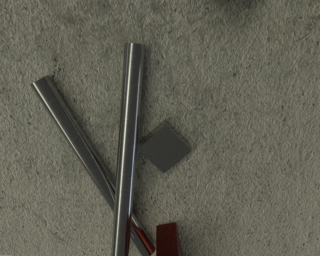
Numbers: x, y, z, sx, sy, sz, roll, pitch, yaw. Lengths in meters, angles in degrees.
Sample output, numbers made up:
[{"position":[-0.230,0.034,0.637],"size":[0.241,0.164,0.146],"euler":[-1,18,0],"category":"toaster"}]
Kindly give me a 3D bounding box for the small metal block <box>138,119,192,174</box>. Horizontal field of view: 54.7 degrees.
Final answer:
[{"position":[0.006,0.025,0.419],"size":[0.050,0.025,0.050],"euler":[-42,105,13],"category":"small metal block"}]

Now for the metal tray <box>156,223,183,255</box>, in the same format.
[{"position":[0.022,0.220,0.456],"size":[0.030,0.090,0.129],"euler":[-11,110,4],"category":"metal tray"}]

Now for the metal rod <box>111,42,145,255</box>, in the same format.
[{"position":[-0.044,0.042,0.407],"size":[0.025,0.025,0.298],"euler":[5,104,-2],"category":"metal rod"}]

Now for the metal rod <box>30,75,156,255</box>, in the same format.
[{"position":[-0.084,0.065,0.432],"size":[0.025,0.025,0.299],"euler":[-25,109,8],"category":"metal rod"}]

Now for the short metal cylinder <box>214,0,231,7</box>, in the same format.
[{"position":[0.072,-0.174,0.317],"size":[0.050,0.080,0.080],"euler":[37,106,-13],"category":"short metal cylinder"}]
